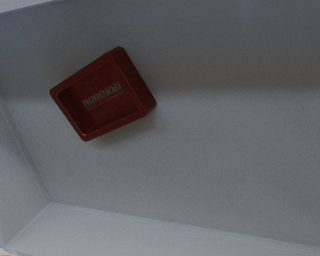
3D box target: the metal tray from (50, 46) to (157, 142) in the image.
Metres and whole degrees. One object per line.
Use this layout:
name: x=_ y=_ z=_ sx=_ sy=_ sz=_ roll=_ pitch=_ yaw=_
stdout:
metal tray: x=-0.080 y=-0.041 z=0.420 sx=0.130 sy=0.030 sz=0.090 roll=-21 pitch=107 yaw=35
